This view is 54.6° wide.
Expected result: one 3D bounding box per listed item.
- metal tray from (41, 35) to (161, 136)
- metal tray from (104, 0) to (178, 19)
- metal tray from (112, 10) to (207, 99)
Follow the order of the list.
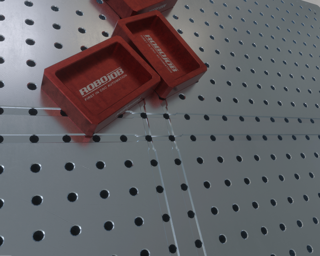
[{"bbox_3d":[-0.072,-0.060,0.402,0.090,0.030,0.131,46,51,4],"label":"metal tray"},{"bbox_3d":[-0.035,-0.235,0.528,0.090,0.030,0.131,47,51,4],"label":"metal tray"},{"bbox_3d":[0.000,-0.116,0.475,0.091,0.030,0.130,-32,80,-38],"label":"metal tray"}]
